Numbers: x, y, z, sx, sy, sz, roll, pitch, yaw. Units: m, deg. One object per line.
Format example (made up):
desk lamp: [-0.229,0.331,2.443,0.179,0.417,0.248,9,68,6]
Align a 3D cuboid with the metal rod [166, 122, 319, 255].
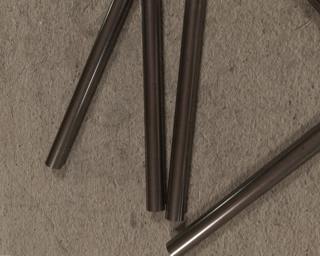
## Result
metal rod: [0.123,0.061,0.365,0.299,0.025,0.025,-43,77,14]

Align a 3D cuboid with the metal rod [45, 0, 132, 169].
metal rod: [-0.098,-0.078,0.441,0.025,0.025,0.298,27,99,17]

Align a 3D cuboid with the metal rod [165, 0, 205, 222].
metal rod: [0.033,-0.031,0.396,0.025,0.025,0.298,6,92,19]

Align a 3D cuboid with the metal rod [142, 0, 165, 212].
metal rod: [-0.009,-0.041,0.411,0.025,0.025,0.298,-2,89,19]

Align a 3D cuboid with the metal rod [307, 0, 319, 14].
metal rod: [0.226,-0.080,0.329,0.025,0.025,0.299,-38,78,16]
